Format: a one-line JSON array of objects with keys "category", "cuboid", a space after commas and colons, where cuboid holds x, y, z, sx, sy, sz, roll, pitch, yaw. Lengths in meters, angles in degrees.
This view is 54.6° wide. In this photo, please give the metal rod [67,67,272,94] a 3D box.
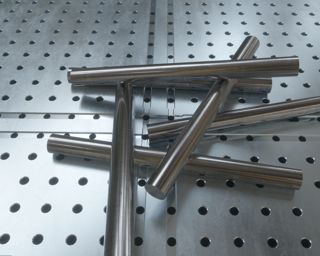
[{"category": "metal rod", "cuboid": [0.013, -0.072, 0.468, 0.301, 0.025, 0.025, 3, 50, 2]}]

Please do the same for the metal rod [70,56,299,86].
[{"category": "metal rod", "cuboid": [0.023, -0.075, 0.417, 0.301, 0.025, 0.025, -1, 49, 12]}]

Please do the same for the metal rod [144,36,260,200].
[{"category": "metal rod", "cuboid": [0.069, -0.034, 0.402, 0.025, 0.025, 0.301, 24, 54, 19]}]

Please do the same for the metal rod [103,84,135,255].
[{"category": "metal rod", "cuboid": [-0.041, 0.031, 0.339, 0.025, 0.025, 0.300, -3, 37, -3]}]

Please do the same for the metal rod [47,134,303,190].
[{"category": "metal rod", "cuboid": [0.012, 0.039, 0.374, 0.301, 0.025, 0.025, 8, 51, 6]}]

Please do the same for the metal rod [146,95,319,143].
[{"category": "metal rod", "cuboid": [0.131, -0.017, 0.422, 0.302, 0.025, 0.025, -10, 51, -8]}]
